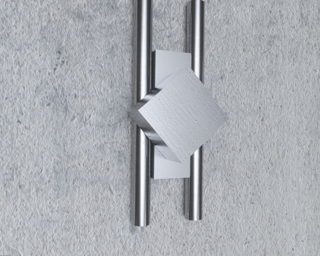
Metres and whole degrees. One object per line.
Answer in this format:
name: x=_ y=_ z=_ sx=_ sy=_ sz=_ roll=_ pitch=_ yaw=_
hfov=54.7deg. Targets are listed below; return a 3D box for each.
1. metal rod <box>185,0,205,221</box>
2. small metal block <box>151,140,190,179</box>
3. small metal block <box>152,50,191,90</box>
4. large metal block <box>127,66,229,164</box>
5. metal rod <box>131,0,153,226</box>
metal rod: x=0.048 y=-0.024 z=0.430 sx=0.025 sy=0.025 sz=0.298 roll=1 pitch=90 yaw=-20
small metal block: x=0.012 y=0.041 z=0.415 sx=0.050 sy=0.025 sz=0.050 roll=1 pitch=90 yaw=-21
small metal block: x=0.013 y=-0.075 z=0.415 sx=0.050 sy=0.025 sz=0.050 roll=1 pitch=90 yaw=-21
large metal block: x=0.021 y=-0.015 z=0.377 sx=0.080 sy=0.050 sz=0.080 roll=-43 pitch=104 yaw=-15
metal rod: x=-0.023 y=-0.025 z=0.403 sx=0.025 sy=0.025 sz=0.298 roll=1 pitch=90 yaw=-20
